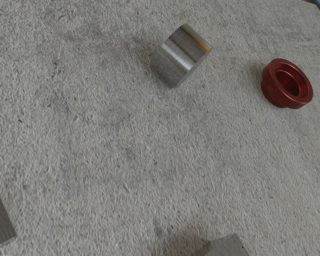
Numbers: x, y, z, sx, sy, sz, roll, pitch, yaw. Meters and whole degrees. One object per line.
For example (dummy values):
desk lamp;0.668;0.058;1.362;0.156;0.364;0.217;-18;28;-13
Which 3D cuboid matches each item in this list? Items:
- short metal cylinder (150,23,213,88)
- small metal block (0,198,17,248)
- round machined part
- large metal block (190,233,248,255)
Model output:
short metal cylinder;0.031;-0.104;0.450;0.050;0.080;0.080;43;51;1
small metal block;-0.160;0.085;0.266;0.050;0.025;0.050;-22;74;-36
round machined part;0.225;-0.075;0.563;0.099;0.042;0.098;14;56;-21
large metal block;0.059;0.168;0.319;0.081;0.050;0.080;-19;72;-35
